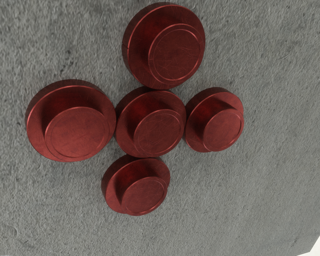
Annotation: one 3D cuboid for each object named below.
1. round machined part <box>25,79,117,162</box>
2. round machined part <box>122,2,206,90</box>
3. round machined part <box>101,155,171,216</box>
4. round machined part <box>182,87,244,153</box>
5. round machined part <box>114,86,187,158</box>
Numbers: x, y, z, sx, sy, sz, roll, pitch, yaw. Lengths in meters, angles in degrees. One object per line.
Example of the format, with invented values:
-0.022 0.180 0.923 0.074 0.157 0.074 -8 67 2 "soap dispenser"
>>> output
-0.095 -0.001 0.345 0.099 0.042 0.097 -14 125 -21 "round machined part"
0.010 -0.088 0.350 0.099 0.042 0.097 -14 125 -21 "round machined part"
-0.029 0.084 0.435 0.099 0.042 0.097 -14 125 -21 "round machined part"
0.079 -0.005 0.439 0.099 0.042 0.097 -14 125 -21 "round machined part"
-0.009 -0.002 0.393 0.099 0.042 0.097 -14 125 -21 "round machined part"
